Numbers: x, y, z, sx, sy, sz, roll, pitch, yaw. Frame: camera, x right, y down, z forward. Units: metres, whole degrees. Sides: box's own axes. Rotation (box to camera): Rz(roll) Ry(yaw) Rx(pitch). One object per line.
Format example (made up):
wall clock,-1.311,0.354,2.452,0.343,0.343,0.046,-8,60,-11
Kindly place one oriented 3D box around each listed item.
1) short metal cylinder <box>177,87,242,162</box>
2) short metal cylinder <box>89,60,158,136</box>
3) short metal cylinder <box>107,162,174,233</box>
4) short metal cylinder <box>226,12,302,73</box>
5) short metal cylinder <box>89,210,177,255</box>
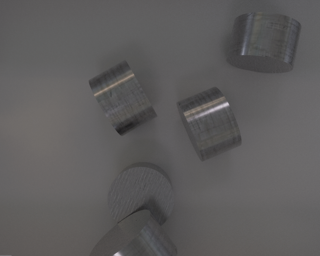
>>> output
short metal cylinder,0.059,-0.005,0.384,0.050,0.080,0.080,-23,90,0
short metal cylinder,-0.044,-0.037,0.383,0.050,0.080,0.080,-30,90,0
short metal cylinder,-0.023,0.087,0.399,0.081,0.050,0.080,0,90,0
short metal cylinder,0.128,-0.103,0.385,0.080,0.080,0.050,11,90,0
short metal cylinder,-0.029,0.135,0.335,0.080,0.080,0.050,-35,96,0
